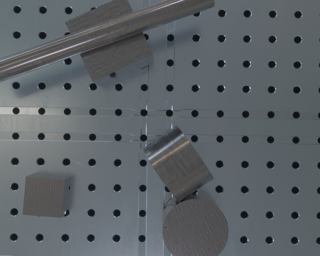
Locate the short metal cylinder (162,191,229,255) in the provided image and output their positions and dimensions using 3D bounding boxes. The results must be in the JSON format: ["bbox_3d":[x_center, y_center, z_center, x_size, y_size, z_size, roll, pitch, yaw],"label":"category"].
[{"bbox_3d":[0.043,0.126,0.401,0.081,0.050,0.079,0,90,0],"label":"short metal cylinder"}]

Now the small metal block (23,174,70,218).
[{"bbox_3d":[-0.150,0.089,0.412,0.050,0.025,0.050,5,90,0],"label":"small metal block"}]

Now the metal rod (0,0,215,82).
[{"bbox_3d":[-0.083,-0.104,0.362,0.301,0.025,0.025,-20,90,0],"label":"metal rod"}]

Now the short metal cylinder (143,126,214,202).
[{"bbox_3d":[0.023,0.044,0.386,0.050,0.080,0.080,-35,90,0],"label":"short metal cylinder"}]

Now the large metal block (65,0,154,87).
[{"bbox_3d":[-0.062,-0.109,0.400,0.080,0.050,0.080,-25,90,0],"label":"large metal block"}]
